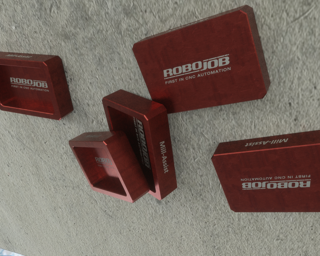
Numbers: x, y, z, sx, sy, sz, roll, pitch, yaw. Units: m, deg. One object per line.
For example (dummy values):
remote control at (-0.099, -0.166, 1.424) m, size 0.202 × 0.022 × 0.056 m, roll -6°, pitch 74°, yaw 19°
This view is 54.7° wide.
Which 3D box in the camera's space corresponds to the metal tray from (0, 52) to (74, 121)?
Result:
metal tray at (-0.200, -0.065, 0.468) m, size 0.130 × 0.030 × 0.089 m, roll 9°, pitch 123°, yaw 23°

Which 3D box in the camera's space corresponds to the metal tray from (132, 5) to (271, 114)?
metal tray at (0.043, -0.068, 0.339) m, size 0.130 × 0.030 × 0.090 m, roll -8°, pitch 115°, yaw 31°

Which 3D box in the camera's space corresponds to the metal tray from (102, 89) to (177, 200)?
metal tray at (-0.025, 0.022, 0.405) m, size 0.090 × 0.030 × 0.129 m, roll 24°, pitch 134°, yaw 42°

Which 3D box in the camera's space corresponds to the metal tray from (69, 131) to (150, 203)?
metal tray at (-0.076, 0.051, 0.440) m, size 0.130 × 0.030 × 0.090 m, roll -3°, pitch 114°, yaw 54°

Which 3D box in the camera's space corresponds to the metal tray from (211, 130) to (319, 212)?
metal tray at (0.137, 0.055, 0.366) m, size 0.130 × 0.030 × 0.090 m, roll -10°, pitch 114°, yaw 32°
